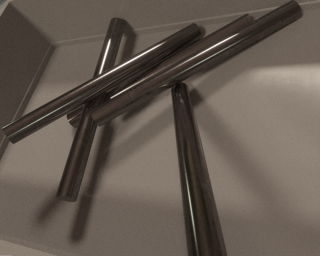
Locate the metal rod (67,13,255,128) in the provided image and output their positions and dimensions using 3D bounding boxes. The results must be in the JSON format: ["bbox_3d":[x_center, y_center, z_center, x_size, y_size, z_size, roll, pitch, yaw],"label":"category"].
[{"bbox_3d":[-0.006,-0.079,0.455,0.301,0.025,0.025,-27,53,10],"label":"metal rod"}]

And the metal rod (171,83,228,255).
[{"bbox_3d":[0.029,0.026,0.295,0.025,0.025,0.300,-24,28,13],"label":"metal rod"}]

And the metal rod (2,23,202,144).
[{"bbox_3d":[-0.068,-0.068,0.428,0.302,0.025,0.025,-32,50,-15],"label":"metal rod"}]

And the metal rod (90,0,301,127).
[{"bbox_3d":[0.046,-0.085,0.408,0.301,0.025,0.025,-29,52,0],"label":"metal rod"}]

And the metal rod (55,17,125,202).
[{"bbox_3d":[-0.092,-0.044,0.445,0.025,0.025,0.300,-5,59,25],"label":"metal rod"}]
